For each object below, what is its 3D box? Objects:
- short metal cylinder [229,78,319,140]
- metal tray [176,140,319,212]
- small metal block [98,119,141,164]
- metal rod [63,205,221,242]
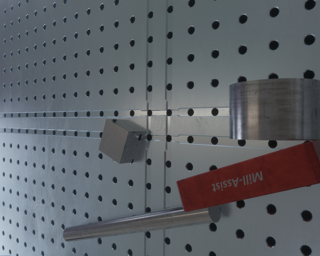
[{"bbox_3d":[0.105,-0.015,0.287,0.080,0.081,0.050,0,90,40],"label":"short metal cylinder"},{"bbox_3d":[0.092,0.045,0.290,0.130,0.091,0.030,-25,75,37],"label":"metal tray"},{"bbox_3d":[-0.061,0.019,0.459,0.050,0.025,0.050,27,107,36],"label":"small metal block"},{"bbox_3d":[-0.047,0.140,0.448,0.299,0.025,0.025,-22,76,37],"label":"metal rod"}]
